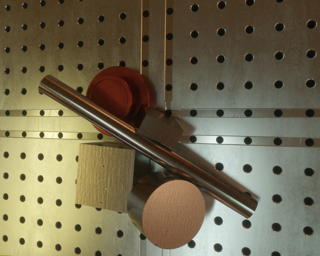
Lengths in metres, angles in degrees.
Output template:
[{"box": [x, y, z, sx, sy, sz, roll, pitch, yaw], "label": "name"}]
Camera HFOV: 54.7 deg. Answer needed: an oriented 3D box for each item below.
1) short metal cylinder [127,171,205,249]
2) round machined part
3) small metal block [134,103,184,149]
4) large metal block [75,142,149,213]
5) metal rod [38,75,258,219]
[{"box": [0.007, 0.097, 0.373, 0.081, 0.050, 0.079, -2, 94, -25], "label": "short metal cylinder"}, {"box": [-0.061, -0.036, 0.424, 0.098, 0.042, 0.097, 0, 90, 19], "label": "round machined part"}, {"box": [-0.003, -0.003, 0.389, 0.050, 0.050, 0.025, 24, 103, -17], "label": "small metal block"}, {"box": [-0.063, 0.063, 0.418, 0.080, 0.050, 0.079, 5, 92, 19], "label": "large metal block"}, {"box": [-0.017, 0.021, 0.383, 0.301, 0.025, 0.025, 31, 100, 4], "label": "metal rod"}]
